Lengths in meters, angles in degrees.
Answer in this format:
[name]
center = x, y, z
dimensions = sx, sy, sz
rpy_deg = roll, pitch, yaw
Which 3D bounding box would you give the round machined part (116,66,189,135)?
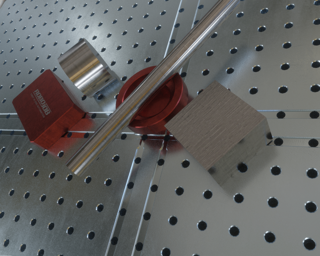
[round machined part]
center = -0.007, -0.034, 0.422
dimensions = 0.098, 0.042, 0.098
rpy_deg = -13, 56, 21

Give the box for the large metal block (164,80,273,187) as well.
[large metal block]
center = 0.066, 0.005, 0.355
dimensions = 0.080, 0.050, 0.080
rpy_deg = -42, 51, -1

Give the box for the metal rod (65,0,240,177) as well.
[metal rod]
center = -0.005, -0.059, 0.393
dimensions = 0.300, 0.025, 0.025
rpy_deg = -48, 51, -6

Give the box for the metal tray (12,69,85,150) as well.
[metal tray]
center = -0.193, -0.035, 0.528
dimensions = 0.090, 0.030, 0.130
rpy_deg = -43, 51, -1

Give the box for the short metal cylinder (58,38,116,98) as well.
[short metal cylinder]
center = -0.114, -0.094, 0.491
dimensions = 0.050, 0.080, 0.080
rpy_deg = -37, 51, 4
